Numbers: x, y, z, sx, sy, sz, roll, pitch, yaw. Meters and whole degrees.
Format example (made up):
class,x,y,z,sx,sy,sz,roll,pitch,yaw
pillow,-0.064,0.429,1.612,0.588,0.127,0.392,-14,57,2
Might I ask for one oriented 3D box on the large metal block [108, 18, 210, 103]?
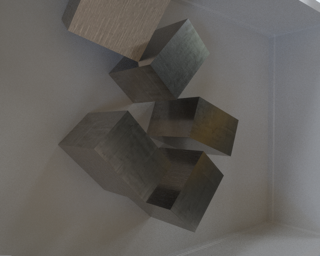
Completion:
class,x,y,z,sx,sy,sz,roll,pitch,yaw
large metal block,-0.001,-0.077,0.371,0.050,0.080,0.080,51,60,-29

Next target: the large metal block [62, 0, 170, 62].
class,x,y,z,sx,sy,sz,roll,pitch,yaw
large metal block,-0.046,-0.128,0.325,0.081,0.050,0.080,19,110,-33

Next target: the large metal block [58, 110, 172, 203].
class,x,y,z,sx,sy,sz,roll,pitch,yaw
large metal block,-0.048,0.029,0.332,0.080,0.080,0.050,53,59,-28

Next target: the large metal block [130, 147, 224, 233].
class,x,y,z,sx,sy,sz,roll,pitch,yaw
large metal block,0.020,0.073,0.390,0.050,0.080,0.080,49,61,-29

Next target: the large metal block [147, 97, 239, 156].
class,x,y,z,sx,sy,sz,roll,pitch,yaw
large metal block,0.043,0.000,0.409,0.080,0.080,0.050,25,75,-38
